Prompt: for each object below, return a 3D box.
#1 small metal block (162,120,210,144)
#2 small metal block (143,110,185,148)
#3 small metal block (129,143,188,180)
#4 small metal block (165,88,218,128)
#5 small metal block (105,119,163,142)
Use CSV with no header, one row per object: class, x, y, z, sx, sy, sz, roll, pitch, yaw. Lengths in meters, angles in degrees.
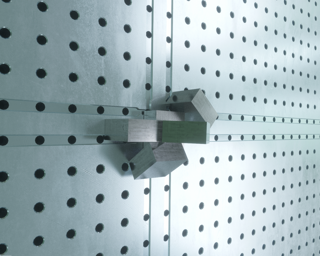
small metal block,0.033,0.005,0.374,0.050,0.050,0.025,7,85,-77
small metal block,0.006,0.003,0.413,0.050,0.025,0.050,2,89,-41
small metal block,-0.002,0.041,0.387,0.050,0.050,0.025,2,58,-40
small metal block,0.044,-0.026,0.428,0.050,0.050,0.025,51,60,-28
small metal block,-0.030,0.003,0.366,0.050,0.050,0.025,2,89,-39
